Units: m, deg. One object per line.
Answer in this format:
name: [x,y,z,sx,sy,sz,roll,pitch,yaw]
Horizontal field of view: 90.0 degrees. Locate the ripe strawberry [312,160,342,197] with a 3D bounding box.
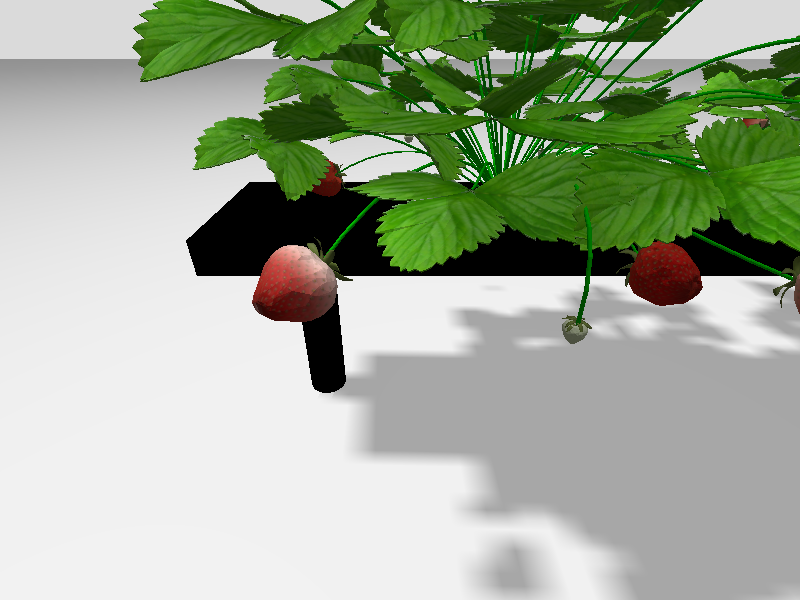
ripe strawberry: [-0.073,-0.112,0.373,0.034,0.034,0.032,-12,29,17]

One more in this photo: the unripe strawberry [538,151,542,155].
unripe strawberry: [0.178,-0.185,0.504,0.009,0.010,0.010,15,36,22]

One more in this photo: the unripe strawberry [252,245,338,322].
unripe strawberry: [-0.054,-0.007,0.202,0.041,0.036,0.041,24,49,32]

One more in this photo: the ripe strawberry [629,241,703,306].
ripe strawberry: [0.140,-0.012,0.212,0.031,0.035,0.033,-9,36,-14]

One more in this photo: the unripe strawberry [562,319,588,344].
unripe strawberry: [0.084,0.015,0.193,0.011,0.012,0.012,1,33,2]

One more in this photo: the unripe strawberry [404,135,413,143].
unripe strawberry: [0.012,-0.225,0.557,0.013,0.012,0.012,-10,34,-15]

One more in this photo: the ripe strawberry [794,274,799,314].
ripe strawberry: [0.218,-0.001,0.195,0.040,0.034,0.040,-20,39,-28]

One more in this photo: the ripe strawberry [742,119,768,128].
ripe strawberry: [0.481,-0.233,0.552,0.044,0.039,0.040,-8,21,-12]
